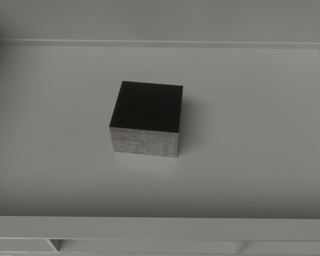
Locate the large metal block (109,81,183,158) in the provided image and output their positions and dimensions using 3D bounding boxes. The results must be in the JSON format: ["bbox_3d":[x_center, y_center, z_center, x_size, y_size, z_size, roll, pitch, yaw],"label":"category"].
[{"bbox_3d":[-0.014,-0.012,0.399,0.080,0.050,0.080,5,50,4],"label":"large metal block"}]
